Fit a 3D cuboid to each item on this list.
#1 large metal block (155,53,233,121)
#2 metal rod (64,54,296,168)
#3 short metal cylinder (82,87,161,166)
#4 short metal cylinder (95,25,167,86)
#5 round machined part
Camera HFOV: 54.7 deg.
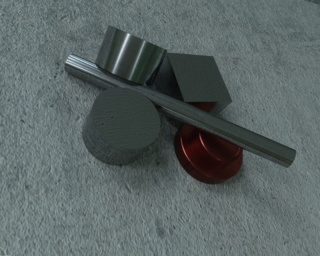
[{"bbox_3d":[0.045,-0.058,0.446,0.081,0.050,0.080,-3,63,-30],"label":"large metal block"},{"bbox_3d":[0.023,-0.023,0.388,0.301,0.025,0.025,24,52,3],"label":"metal rod"},{"bbox_3d":[-0.046,-0.001,0.366,0.081,0.050,0.080,14,56,-21],"label":"short metal cylinder"},{"bbox_3d":[-0.037,-0.094,0.402,0.080,0.050,0.080,22,14,-6],"label":"short metal cylinder"},{"bbox_3d":[0.072,0.023,0.418,0.099,0.042,0.098,14,56,-21],"label":"round machined part"}]
